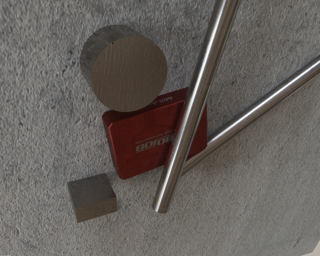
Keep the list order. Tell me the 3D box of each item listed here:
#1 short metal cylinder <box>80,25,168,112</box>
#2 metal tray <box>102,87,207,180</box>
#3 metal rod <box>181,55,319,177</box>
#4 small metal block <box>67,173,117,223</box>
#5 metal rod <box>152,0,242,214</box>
[{"bbox_3d":[-0.039,-0.064,0.330,0.081,0.050,0.079,-14,124,-21],"label":"short metal cylinder"},{"bbox_3d":[-0.002,0.006,0.406,0.131,0.030,0.089,-19,126,-18],"label":"metal tray"},{"bbox_3d":[0.137,-0.018,0.469,0.301,0.025,0.025,-36,129,-5],"label":"metal rod"},{"bbox_3d":[-0.087,0.088,0.398,0.050,0.050,0.025,-12,124,-22],"label":"small metal block"},{"bbox_3d":[0.039,-0.019,0.376,0.025,0.025,0.298,2,117,-29],"label":"metal rod"}]
